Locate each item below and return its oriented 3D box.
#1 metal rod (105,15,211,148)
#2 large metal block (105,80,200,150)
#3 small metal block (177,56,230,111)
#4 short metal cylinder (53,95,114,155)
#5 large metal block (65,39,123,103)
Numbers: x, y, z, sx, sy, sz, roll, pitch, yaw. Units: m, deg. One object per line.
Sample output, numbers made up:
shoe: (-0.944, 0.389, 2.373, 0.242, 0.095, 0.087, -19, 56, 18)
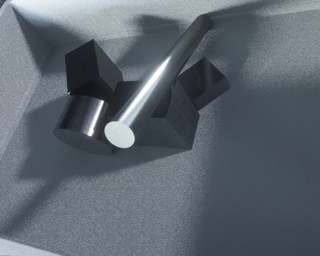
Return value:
metal rod: (0.017, -0.077, 0.355, 0.025, 0.025, 0.301, -5, 31, 25)
large metal block: (-0.006, -0.015, 0.382, 0.080, 0.080, 0.050, 2, 63, 29)
small metal block: (0.056, -0.060, 0.412, 0.050, 0.025, 0.050, -36, 51, 3)
short metal cylinder: (-0.096, -0.002, 0.420, 0.080, 0.080, 0.050, 3, 63, 29)
large metal block: (-0.092, -0.069, 0.459, 0.050, 0.080, 0.080, -26, 53, 12)
